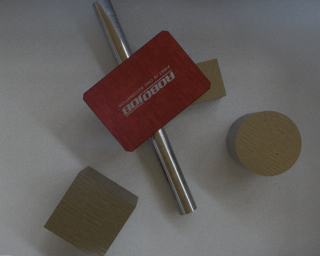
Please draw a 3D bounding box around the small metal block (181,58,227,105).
[{"bbox_3d":[0.055,-0.060,0.412,0.050,0.025,0.050,-14,90,-1],"label":"small metal block"}]

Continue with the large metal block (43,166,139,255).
[{"bbox_3d":[-0.085,0.107,0.398,0.080,0.050,0.080,33,90,-1],"label":"large metal block"}]

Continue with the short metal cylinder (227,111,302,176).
[{"bbox_3d":[0.132,0.019,0.401,0.081,0.050,0.079,0,90,-1],"label":"short metal cylinder"}]

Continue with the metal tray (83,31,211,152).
[{"bbox_3d":[-0.015,-0.044,0.383,0.130,0.030,0.090,-39,91,-1],"label":"metal tray"}]

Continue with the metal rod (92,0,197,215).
[{"bbox_3d":[-0.020,-0.028,0.411,0.025,0.025,0.299,-23,90,0],"label":"metal rod"}]
